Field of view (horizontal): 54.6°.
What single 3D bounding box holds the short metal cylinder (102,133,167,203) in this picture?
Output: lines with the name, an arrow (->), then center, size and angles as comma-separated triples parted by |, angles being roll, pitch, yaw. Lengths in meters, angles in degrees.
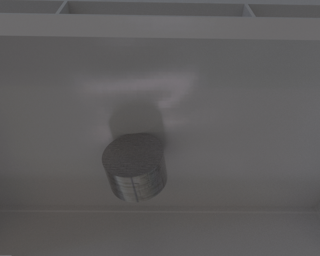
short metal cylinder -> -0.033, 0.052, 0.417 | 0.080, 0.080, 0.050 | -5, 130, 4
